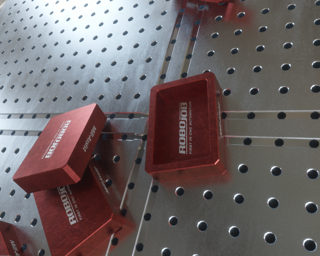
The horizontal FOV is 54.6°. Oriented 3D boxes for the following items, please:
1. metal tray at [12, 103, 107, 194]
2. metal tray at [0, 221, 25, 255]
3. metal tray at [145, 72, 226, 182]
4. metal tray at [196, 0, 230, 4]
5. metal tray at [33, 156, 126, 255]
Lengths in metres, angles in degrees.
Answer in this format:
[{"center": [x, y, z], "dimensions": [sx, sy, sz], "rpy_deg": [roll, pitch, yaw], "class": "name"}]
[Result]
[{"center": [-0.135, 0.025, 0.433], "dimensions": [0.090, 0.030, 0.130], "rpy_deg": [-15, 36, 22], "class": "metal tray"}, {"center": [-0.218, 0.196, 0.401], "dimensions": [0.090, 0.030, 0.130], "rpy_deg": [-46, 51, -4], "class": "metal tray"}, {"center": [0.031, -0.003, 0.390], "dimensions": [0.090, 0.030, 0.130], "rpy_deg": [-11, 57, 22], "class": "metal tray"}, {"center": [0.057, -0.255, 0.494], "dimensions": [0.030, 0.089, 0.130], "rpy_deg": [-27, 41, -37], "class": "metal tray"}, {"center": [-0.111, 0.096, 0.406], "dimensions": [0.090, 0.030, 0.130], "rpy_deg": [-39, 51, 1], "class": "metal tray"}]
